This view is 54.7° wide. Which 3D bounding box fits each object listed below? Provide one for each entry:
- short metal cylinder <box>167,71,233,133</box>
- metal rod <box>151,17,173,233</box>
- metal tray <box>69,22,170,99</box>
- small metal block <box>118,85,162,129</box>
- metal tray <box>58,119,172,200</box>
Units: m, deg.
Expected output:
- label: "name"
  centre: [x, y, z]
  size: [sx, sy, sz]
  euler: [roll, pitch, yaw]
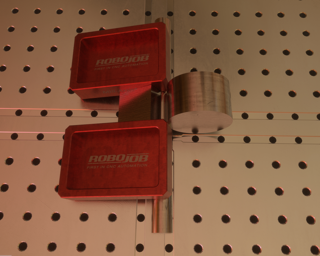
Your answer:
- label: "short metal cylinder"
  centre: [0.049, -0.029, 0.390]
  size: [0.081, 0.080, 0.050]
  euler: [0, 70, 0]
- label: "metal rod"
  centre: [0.003, -0.018, 0.414]
  size: [0.025, 0.025, 0.299]
  euler: [0, 70, 0]
- label: "metal tray"
  centre: [-0.053, -0.091, 0.423]
  size: [0.131, 0.030, 0.090]
  euler: [-4, 70, 11]
- label: "small metal block"
  centre: [-0.026, -0.024, 0.405]
  size: [0.050, 0.025, 0.050]
  euler: [-11, 67, 29]
- label: "metal tray"
  centre: [-0.052, 0.040, 0.376]
  size: [0.131, 0.030, 0.090]
  euler: [-4, 70, 11]
